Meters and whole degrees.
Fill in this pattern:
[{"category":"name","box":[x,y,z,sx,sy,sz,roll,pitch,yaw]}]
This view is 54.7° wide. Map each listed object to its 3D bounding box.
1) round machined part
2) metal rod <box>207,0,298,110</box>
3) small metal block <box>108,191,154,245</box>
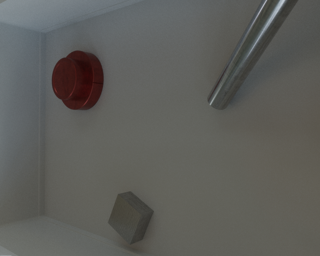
[{"category":"round machined part","box":[-0.141,-0.079,0.509,0.098,0.042,0.097,0,90,39]},{"category":"metal rod","box":[0.101,-0.113,0.235,0.025,0.025,0.298,58,151,23]},{"category":"small metal block","box":[-0.042,0.126,0.439,0.050,0.025,0.050,32,110,35]}]
